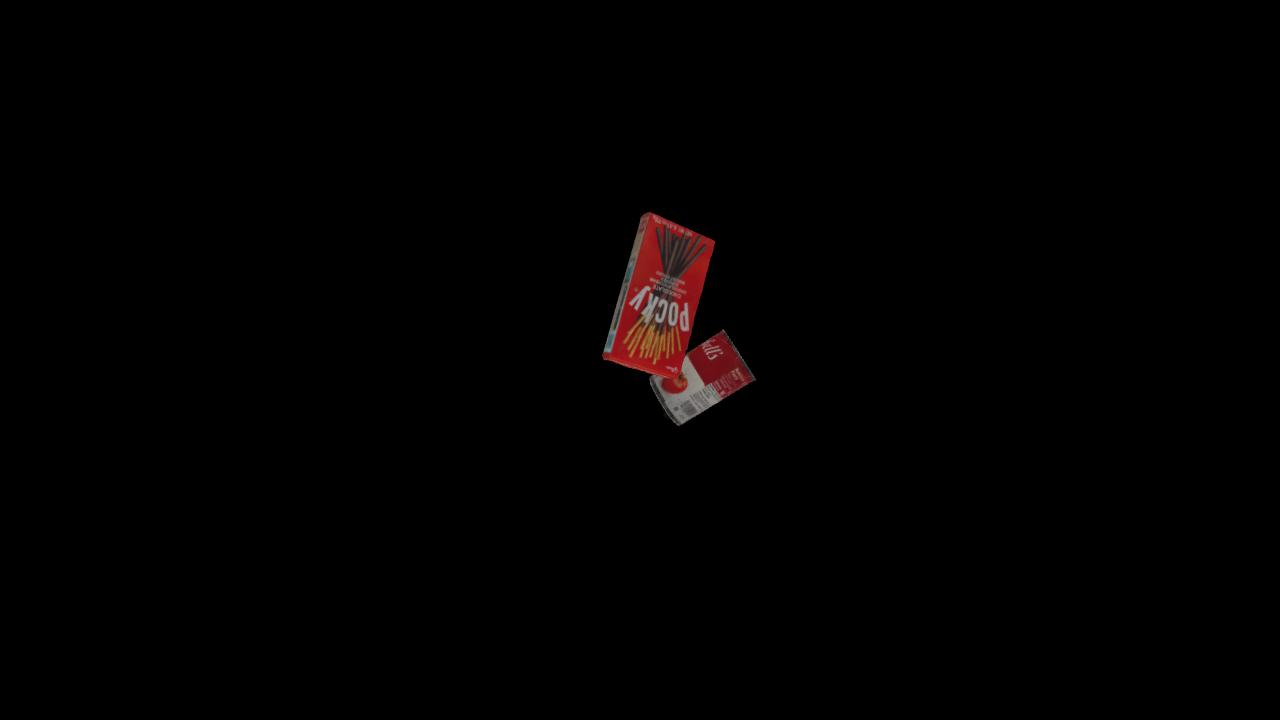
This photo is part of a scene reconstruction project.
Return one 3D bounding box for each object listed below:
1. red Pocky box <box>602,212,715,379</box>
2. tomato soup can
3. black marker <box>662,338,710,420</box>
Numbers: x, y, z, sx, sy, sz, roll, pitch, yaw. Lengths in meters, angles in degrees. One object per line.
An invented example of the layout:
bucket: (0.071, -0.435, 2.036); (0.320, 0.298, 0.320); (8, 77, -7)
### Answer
red Pocky box: (0.021, -0.064, 0.632); (0.083, 0.155, 0.028); (17, -5, -26)
tomato soup can: (0.069, 0.021, 0.689); (0.101, 0.068, 0.068); (-33, -5, 8)
black marker: (0.061, 0.022, 0.722); (0.020, 0.121, 0.020); (26, -30, 17)
